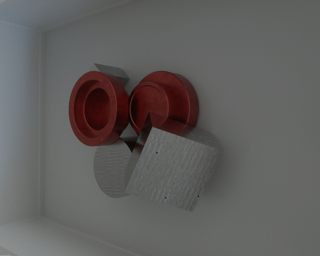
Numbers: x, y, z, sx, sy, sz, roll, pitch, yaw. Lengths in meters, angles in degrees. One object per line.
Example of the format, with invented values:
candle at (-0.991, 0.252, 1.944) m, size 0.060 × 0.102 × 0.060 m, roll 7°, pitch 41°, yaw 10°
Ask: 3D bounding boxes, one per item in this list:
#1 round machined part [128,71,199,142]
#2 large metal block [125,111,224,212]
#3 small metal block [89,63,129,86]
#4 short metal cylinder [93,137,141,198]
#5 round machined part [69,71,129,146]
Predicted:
round machined part at (-0.003, -0.024, 0.392) m, size 0.098 × 0.042 × 0.097 m, roll 0°, pitch 90°, yaw 39°
large metal block at (0.012, 0.038, 0.348) m, size 0.050 × 0.080 × 0.079 m, roll -106°, pitch 37°, yaw -68°
small metal block at (-0.082, -0.064, 0.453) m, size 0.025 × 0.050 × 0.050 m, roll 52°, pitch 120°, yaw 27°
short metal cylinder at (-0.045, 0.051, 0.424) m, size 0.080 × 0.050 × 0.079 m, roll 0°, pitch 90°, yaw 39°
round machined part at (-0.076, -0.025, 0.416) m, size 0.098 × 0.042 × 0.097 m, roll 0°, pitch 90°, yaw 39°
